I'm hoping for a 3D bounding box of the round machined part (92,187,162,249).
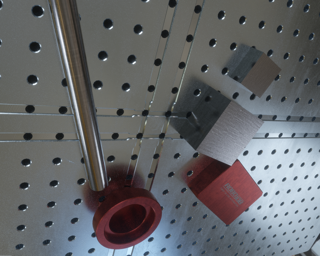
[{"bbox_3d":[-0.050,0.126,0.452,0.099,0.042,0.097,-14,125,-21],"label":"round machined part"}]

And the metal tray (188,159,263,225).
[{"bbox_3d":[0.119,0.109,0.543,0.090,0.030,0.130,-43,130,1],"label":"metal tray"}]

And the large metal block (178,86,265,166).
[{"bbox_3d":[0.088,-0.001,0.444,0.080,0.050,0.080,25,105,-37],"label":"large metal block"}]

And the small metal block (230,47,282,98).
[{"bbox_3d":[0.136,-0.078,0.440,0.050,0.025,0.050,26,104,-38],"label":"small metal block"}]

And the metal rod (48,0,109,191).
[{"bbox_3d":[-0.087,-0.049,0.333,0.025,0.025,0.298,-16,125,-20],"label":"metal rod"}]
